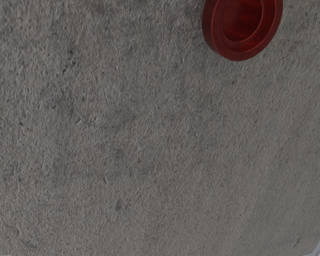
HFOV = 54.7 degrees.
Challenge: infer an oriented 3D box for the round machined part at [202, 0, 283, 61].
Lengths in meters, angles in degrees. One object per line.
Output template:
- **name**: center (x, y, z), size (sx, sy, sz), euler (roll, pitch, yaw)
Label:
- **round machined part**: center (0.091, -0.132, 0.363), size (0.099, 0.042, 0.097), euler (-14, 124, -21)
